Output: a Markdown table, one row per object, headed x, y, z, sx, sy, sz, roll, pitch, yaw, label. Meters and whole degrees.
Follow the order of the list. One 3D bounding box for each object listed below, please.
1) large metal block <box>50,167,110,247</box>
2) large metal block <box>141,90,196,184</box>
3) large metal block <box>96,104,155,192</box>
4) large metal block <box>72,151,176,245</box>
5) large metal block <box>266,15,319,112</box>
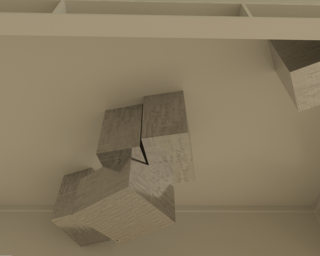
| x | y | z | sx | sy | sz | roll | pitch | yaw | label |
| --- | --- | --- | --- | --- | --- | --- | --- | --- | --- |
| -0.113 | 0.122 | 0.475 | 0.050 | 0.080 | 0.080 | -17 | 128 | 13 | large metal block |
| 0.011 | 0.012 | 0.384 | 0.050 | 0.080 | 0.080 | -8 | 130 | 6 | large metal block |
| -0.038 | 0.028 | 0.396 | 0.050 | 0.080 | 0.080 | -10 | 130 | 8 | large metal block |
| -0.039 | 0.083 | 0.358 | 0.080 | 0.050 | 0.080 | -30 | 125 | 22 | large metal block |
| 0.164 | -0.072 | 0.314 | 0.080 | 0.080 | 0.050 | -19 | 128 | 15 | large metal block |
